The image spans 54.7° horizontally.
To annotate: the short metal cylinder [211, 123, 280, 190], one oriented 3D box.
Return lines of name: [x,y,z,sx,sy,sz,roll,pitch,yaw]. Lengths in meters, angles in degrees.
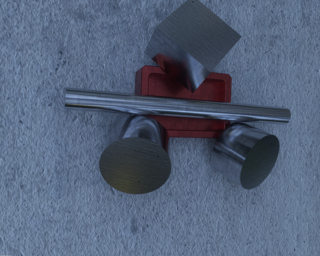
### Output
short metal cylinder: [0.117,0.036,0.423,0.081,0.050,0.079,-20,123,-33]

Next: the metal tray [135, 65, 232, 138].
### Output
metal tray: [0.032,-0.032,0.420,0.131,0.030,0.089,2,89,-20]

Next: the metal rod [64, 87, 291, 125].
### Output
metal rod: [0.037,-0.025,0.392,0.302,0.025,0.025,3,89,-20]

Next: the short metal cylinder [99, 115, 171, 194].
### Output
short metal cylinder: [-0.027,0.031,0.367,0.081,0.050,0.079,0,120,0]

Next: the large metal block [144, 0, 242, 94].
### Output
large metal block: [0.041,-0.105,0.389,0.080,0.050,0.080,41,60,0]
